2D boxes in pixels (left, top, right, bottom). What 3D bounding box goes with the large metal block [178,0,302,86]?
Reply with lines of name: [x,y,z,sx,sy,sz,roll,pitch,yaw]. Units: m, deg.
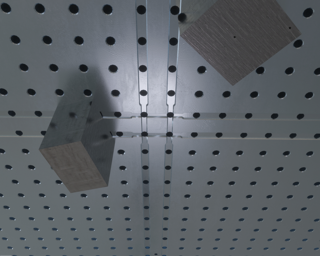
large metal block: [0.076,-0.103,0.308,0.080,0.050,0.080,36,121,-27]

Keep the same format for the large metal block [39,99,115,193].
large metal block: [-0.099,0.022,0.394,0.050,0.080,0.080,-12,129,10]
